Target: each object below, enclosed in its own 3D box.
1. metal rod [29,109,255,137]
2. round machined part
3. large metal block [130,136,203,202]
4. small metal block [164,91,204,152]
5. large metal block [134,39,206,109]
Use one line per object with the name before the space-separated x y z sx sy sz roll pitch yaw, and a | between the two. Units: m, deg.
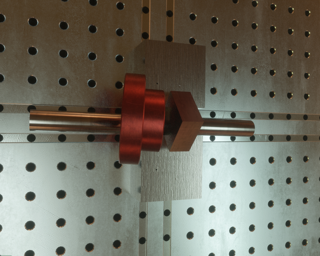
metal rod | -0.008 -0.004 0.409 0.302 0.025 0.025 2 90 -20
round machined part | -0.019 -0.009 0.336 0.042 0.098 0.097 4 89 -6
large metal block | 0.007 0.049 0.402 0.081 0.050 0.080 1 90 -20
small metal block | 0.023 -0.008 0.361 0.025 0.050 0.050 1 46 -20
large metal block | 0.011 -0.065 0.403 0.081 0.050 0.079 1 90 -20
